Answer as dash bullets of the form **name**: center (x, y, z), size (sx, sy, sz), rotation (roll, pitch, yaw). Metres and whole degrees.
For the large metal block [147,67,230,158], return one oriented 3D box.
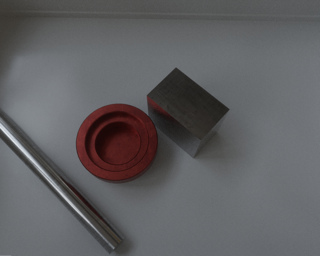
- **large metal block**: center (0.031, -0.016, 0.387), size (0.080, 0.080, 0.050), rotation (41, 75, 13)

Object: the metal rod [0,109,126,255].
- **metal rod**: center (-0.158, 0.040, 0.392), size (0.300, 0.025, 0.025), rotation (42, 75, 13)

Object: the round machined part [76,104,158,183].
- **round machined part**: center (-0.052, 0.022, 0.392), size (0.099, 0.042, 0.098), rotation (0, 70, -1)
